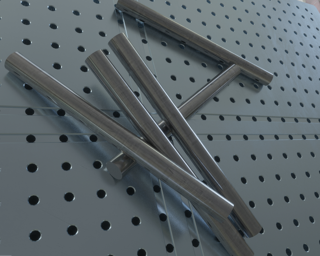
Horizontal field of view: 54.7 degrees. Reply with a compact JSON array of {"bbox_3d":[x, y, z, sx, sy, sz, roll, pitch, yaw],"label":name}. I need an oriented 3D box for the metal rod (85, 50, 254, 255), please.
[{"bbox_3d":[0.012,0.036,0.367,0.025,0.025,0.299,-38,92,-39],"label":"metal rod"}]

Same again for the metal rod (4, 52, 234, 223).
[{"bbox_3d":[-0.050,0.007,0.350,0.301,0.025,0.025,35,50,6],"label":"metal rod"}]

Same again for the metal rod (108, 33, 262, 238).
[{"bbox_3d":[0.032,0.010,0.392,0.025,0.025,0.299,-36,91,-39],"label":"metal rod"}]

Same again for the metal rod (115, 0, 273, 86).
[{"bbox_3d":[0.067,-0.147,0.536,0.302,0.025,0.025,23,53,-14],"label":"metal rod"}]

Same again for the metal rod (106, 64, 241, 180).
[{"bbox_3d":[0.039,-0.026,0.446,0.025,0.025,0.302,47,51,4],"label":"metal rod"}]
